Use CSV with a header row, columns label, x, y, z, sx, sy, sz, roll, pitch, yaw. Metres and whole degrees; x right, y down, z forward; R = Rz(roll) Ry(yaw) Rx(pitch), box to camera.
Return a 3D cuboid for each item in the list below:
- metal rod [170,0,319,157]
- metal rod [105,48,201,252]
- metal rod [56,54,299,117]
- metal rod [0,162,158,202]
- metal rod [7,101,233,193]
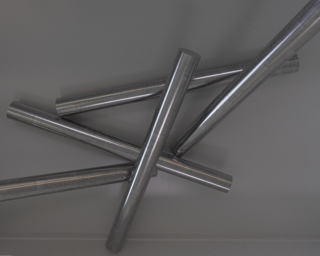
label,x,y,z,sx,sy,sz,roll,pitch,yaw
metal rod,0.096,-0.053,0.324,0.025,0.025,0.298,31,134,-11
metal rod,-0.018,0.046,0.387,0.025,0.025,0.298,18,116,-7
metal rod,0.019,-0.054,0.391,0.302,0.025,0.025,-10,110,3
metal rod,-0.146,0.069,0.374,0.303,0.025,0.025,-5,112,-23
metal rod,-0.049,0.026,0.409,0.302,0.025,0.025,19,109,-3
